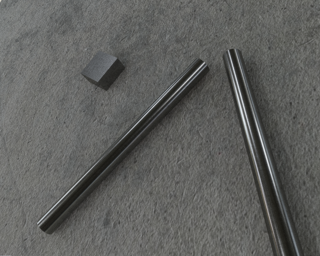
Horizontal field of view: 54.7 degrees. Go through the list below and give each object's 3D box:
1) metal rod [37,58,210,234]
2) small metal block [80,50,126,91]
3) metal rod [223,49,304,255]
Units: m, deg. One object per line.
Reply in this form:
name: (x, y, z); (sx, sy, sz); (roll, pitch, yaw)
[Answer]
metal rod: (-0.045, 0.021, 0.413); (0.300, 0.025, 0.025); (-46, 51, -5)
small metal block: (-0.094, -0.095, 0.509); (0.050, 0.025, 0.050); (29, 78, 37)
metal rod: (0.107, 0.029, 0.329); (0.025, 0.025, 0.299); (-17, 55, 18)
